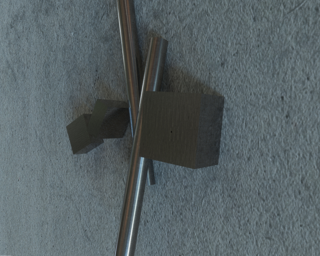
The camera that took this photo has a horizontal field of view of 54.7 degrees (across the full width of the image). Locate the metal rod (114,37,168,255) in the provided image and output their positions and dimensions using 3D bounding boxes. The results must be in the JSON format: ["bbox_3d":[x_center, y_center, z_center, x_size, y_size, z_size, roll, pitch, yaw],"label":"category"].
[{"bbox_3d":[-0.025,0.033,0.396,0.025,0.025,0.298,6,86,39],"label":"metal rod"}]

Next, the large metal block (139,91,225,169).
[{"bbox_3d":[0.025,-0.001,0.367,0.080,0.050,0.079,8,95,39],"label":"large metal block"}]

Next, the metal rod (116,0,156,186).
[{"bbox_3d":[-0.037,-0.070,0.432,0.025,0.025,0.298,-12,83,39],"label":"metal rod"}]

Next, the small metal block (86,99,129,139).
[{"bbox_3d":[-0.071,-0.013,0.445,0.025,0.050,0.050,36,112,34],"label":"small metal block"}]

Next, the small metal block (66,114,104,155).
[{"bbox_3d":[-0.123,0.010,0.503,0.050,0.025,0.050,-30,72,35],"label":"small metal block"}]
